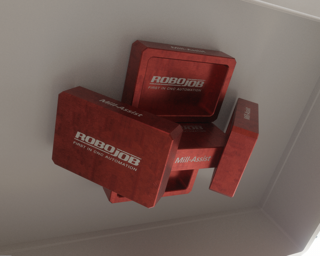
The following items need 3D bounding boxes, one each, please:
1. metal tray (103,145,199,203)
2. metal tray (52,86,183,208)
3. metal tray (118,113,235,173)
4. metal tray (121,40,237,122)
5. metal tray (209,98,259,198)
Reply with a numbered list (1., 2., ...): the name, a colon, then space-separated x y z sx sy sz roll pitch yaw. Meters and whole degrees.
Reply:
1. metal tray: -0.006 0.053 0.431 0.131 0.030 0.089 0 118 -29
2. metal tray: -0.050 0.019 0.331 0.030 0.130 0.089 -40 148 -61
3. metal tray: 0.018 0.014 0.383 0.131 0.090 0.030 0 118 -29
4. metal tray: 0.023 -0.053 0.383 0.131 0.030 0.089 -1 119 -29
5. metal tray: 0.101 0.020 0.415 0.030 0.130 0.089 19 115 10
